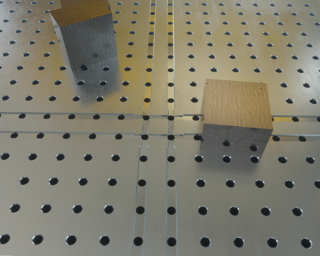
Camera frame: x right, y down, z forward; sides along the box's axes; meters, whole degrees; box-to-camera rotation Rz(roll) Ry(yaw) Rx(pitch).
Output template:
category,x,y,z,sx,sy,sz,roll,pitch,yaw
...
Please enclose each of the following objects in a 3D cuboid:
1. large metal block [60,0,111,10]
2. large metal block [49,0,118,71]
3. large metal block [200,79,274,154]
category,x,y,z,sx,sy,sz,roll,pitch,yaw
large metal block,-0.137,-0.216,0.572,0.081,0.050,0.080,-14,51,-11
large metal block,-0.120,-0.149,0.497,0.081,0.080,0.050,-24,54,-19
large metal block,0.096,-0.016,0.406,0.080,0.050,0.080,5,50,4
